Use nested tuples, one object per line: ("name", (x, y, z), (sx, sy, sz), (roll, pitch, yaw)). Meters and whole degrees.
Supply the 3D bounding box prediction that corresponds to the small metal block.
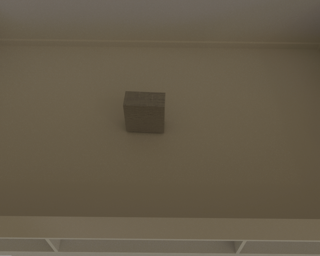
("small metal block", (-0.019, -0.020, 0.401), (0.050, 0.050, 0.025), (2, 50, 2))
